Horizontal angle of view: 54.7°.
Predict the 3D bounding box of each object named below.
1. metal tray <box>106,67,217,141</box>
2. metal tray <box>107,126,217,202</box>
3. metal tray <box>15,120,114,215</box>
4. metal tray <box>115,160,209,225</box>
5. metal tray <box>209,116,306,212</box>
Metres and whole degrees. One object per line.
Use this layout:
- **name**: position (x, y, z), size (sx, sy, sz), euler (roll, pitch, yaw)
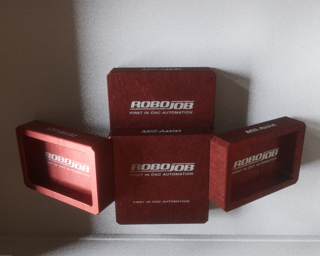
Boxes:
- **metal tray**: position (0.002, -0.030, 0.395), size (0.131, 0.030, 0.089), euler (-1, 110, -1)
- **metal tray**: position (0.003, 0.046, 0.392), size (0.131, 0.030, 0.089), euler (-1, 110, 0)
- **metal tray**: position (-0.120, 0.046, 0.390), size (0.130, 0.030, 0.089), euler (12, 114, 26)
- **metal tray**: position (0.003, 0.090, 0.439), size (0.131, 0.030, 0.089), euler (-1, 110, -1)
- **metal tray**: position (0.123, 0.042, 0.390), size (0.131, 0.030, 0.089), euler (-13, 113, -27)
